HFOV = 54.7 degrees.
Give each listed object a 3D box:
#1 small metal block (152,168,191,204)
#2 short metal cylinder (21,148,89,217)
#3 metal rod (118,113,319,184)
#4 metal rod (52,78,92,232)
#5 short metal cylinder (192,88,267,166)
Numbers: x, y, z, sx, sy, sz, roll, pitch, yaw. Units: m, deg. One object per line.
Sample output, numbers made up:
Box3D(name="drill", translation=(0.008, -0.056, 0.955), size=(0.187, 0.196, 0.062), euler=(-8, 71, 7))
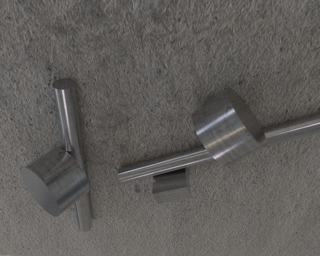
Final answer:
Box3D(name="small metal block", translation=(0.017, 0.080, 0.459), size=(0.050, 0.050, 0.025), euler=(-13, 129, 11))
Box3D(name="short metal cylinder", translation=(-0.144, 0.074, 0.427), size=(0.080, 0.050, 0.079), euler=(25, 134, 29))
Box3D(name="metal rod", translation=(0.083, 0.031, 0.434), size=(0.301, 0.025, 0.025), euler=(-17, 128, 13))
Box3D(name="metal rod", translation=(-0.123, 0.062, 0.458), size=(0.025, 0.025, 0.298), euler=(3, 130, -3))
Box3D(name="short metal cylinder", translation=(0.083, -0.001, 0.371), size=(0.050, 0.080, 0.080), euler=(-35, 122, 26))
